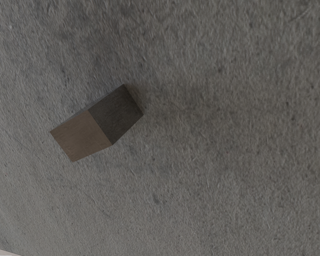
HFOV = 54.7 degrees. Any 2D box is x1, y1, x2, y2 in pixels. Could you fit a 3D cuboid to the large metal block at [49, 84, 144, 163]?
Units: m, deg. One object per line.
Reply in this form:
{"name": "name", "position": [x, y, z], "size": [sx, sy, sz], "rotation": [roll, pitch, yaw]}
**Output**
{"name": "large metal block", "position": [-0.082, -0.007, 0.408], "size": [0.080, 0.080, 0.050], "rotation": [-23, 106, 36]}
